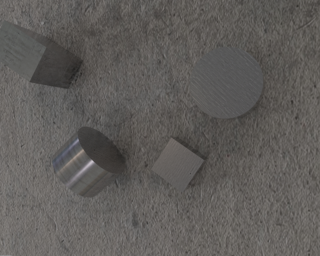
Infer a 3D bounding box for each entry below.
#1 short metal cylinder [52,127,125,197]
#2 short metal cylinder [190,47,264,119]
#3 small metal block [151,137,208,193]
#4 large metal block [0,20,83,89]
[{"bbox_3d":[-0.093,0.044,0.413,0.050,0.080,0.080,-42,77,15],"label":"short metal cylinder"},{"bbox_3d":[0.081,-0.050,0.367,0.080,0.050,0.079,0,90,20],"label":"short metal cylinder"},{"bbox_3d":[0.026,0.046,0.400,0.050,0.025,0.050,35,101,16],"label":"small metal block"},{"bbox_3d":[-0.173,-0.101,0.441,0.080,0.080,0.050,34,101,17],"label":"large metal block"}]
